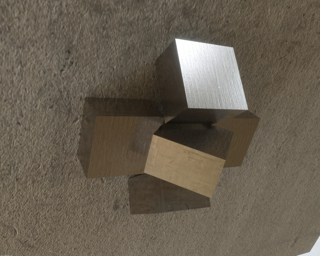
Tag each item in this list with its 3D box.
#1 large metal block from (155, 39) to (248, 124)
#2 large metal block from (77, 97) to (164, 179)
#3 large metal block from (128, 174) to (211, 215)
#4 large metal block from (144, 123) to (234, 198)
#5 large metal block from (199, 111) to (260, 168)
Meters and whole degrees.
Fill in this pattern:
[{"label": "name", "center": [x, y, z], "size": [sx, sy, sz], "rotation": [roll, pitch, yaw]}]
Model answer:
[{"label": "large metal block", "center": [0.047, -0.051, 0.361], "size": [0.081, 0.080, 0.050], "rotation": [0, 162, -28]}, {"label": "large metal block", "center": [-0.049, 0.010, 0.373], "size": [0.081, 0.050, 0.079], "rotation": [-1, 119, -29]}, {"label": "large metal block", "center": [0.010, 0.089, 0.427], "size": [0.081, 0.080, 0.050], "rotation": [2, 75, -29]}, {"label": "large metal block", "center": [0.037, 0.028, 0.369], "size": [0.080, 0.080, 0.050], "rotation": [19, 116, 11]}, {"label": "large metal block", "center": [0.083, 0.010, 0.442], "size": [0.081, 0.050, 0.079], "rotation": [0, 119, -29]}]
